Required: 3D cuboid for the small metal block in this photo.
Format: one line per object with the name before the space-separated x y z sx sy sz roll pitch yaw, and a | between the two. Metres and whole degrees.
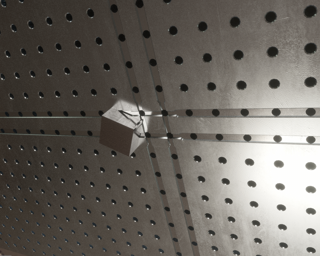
small metal block | -0.057 0.006 0.443 0.050 0.025 0.050 23 127 13
